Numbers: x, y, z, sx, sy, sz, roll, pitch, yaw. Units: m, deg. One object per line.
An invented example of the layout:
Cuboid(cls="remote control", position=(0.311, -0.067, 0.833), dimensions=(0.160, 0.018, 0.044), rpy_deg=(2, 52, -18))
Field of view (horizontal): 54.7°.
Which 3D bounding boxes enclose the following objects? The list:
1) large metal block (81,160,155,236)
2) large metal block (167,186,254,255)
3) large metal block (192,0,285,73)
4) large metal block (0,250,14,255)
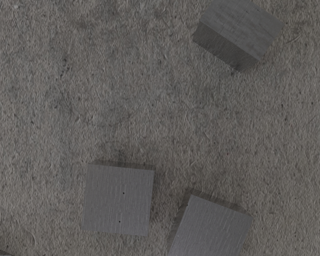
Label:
Cuboid(cls="large metal block", position=(-0.051, 0.087, 0.397), dimensions=(0.080, 0.050, 0.080), rpy_deg=(6, 90, 0))
Cuboid(cls="large metal block", position=(0.061, 0.131, 0.398), dimensions=(0.080, 0.050, 0.080), rpy_deg=(21, 90, 0))
Cuboid(cls="large metal block", position=(0.091, -0.117, 0.383), dimensions=(0.080, 0.080, 0.050), rpy_deg=(34, 90, 0))
Cuboid(cls="large metal block", position=(-0.242, 0.198, 0.396), dimensions=(0.080, 0.050, 0.080), rpy_deg=(25, 90, 0))
